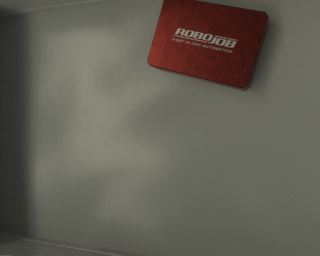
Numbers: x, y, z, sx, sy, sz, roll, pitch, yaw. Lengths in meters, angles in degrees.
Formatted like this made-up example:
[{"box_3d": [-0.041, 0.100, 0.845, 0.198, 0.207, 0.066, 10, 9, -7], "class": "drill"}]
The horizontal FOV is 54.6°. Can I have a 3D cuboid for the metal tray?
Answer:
[{"box_3d": [0.058, -0.106, 0.388, 0.130, 0.030, 0.090, 18, 96, 19], "class": "metal tray"}]
